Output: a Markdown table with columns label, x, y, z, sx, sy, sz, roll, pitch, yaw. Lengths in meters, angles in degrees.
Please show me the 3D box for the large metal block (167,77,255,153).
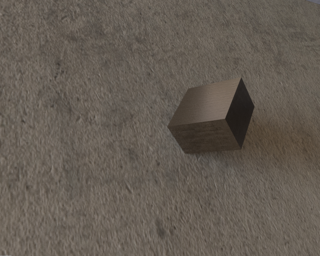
| label | x | y | z | sx | sy | sz | roll | pitch | yaw |
| --- | --- | --- | --- | --- | --- | --- | --- | --- | --- |
| large metal block | 0.068 | -0.015 | 0.405 | 0.050 | 0.080 | 0.080 | 56 | 44 | -30 |
